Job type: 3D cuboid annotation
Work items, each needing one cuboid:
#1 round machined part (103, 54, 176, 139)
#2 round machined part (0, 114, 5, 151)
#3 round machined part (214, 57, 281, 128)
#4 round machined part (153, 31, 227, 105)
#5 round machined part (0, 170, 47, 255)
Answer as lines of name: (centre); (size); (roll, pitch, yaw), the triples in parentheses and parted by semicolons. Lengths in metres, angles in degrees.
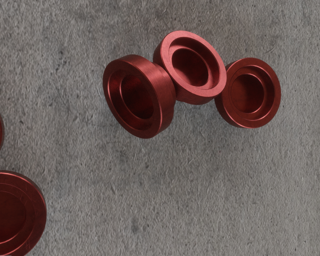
round machined part: (-0.020, -0.040, 0.366); (0.042, 0.098, 0.098); (-33, 102, -36)
round machined part: (-0.215, 0.005, 0.321); (0.099, 0.042, 0.097); (0, 90, -20)
round machined part: (0.120, -0.048, 0.444); (0.099, 0.042, 0.097); (0, 90, -20)
round machined part: (0.034, -0.072, 0.399); (0.099, 0.042, 0.098); (14, 60, -25)
round machined part: (-0.175, 0.094, 0.335); (0.099, 0.042, 0.097); (0, 90, -20)
